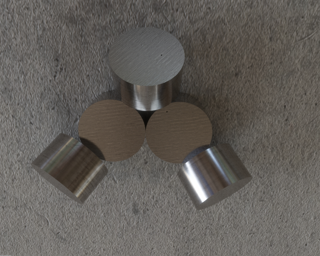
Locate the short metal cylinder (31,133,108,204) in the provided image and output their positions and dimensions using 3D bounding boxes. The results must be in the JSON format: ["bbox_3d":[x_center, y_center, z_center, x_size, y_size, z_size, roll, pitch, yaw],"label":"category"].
[{"bbox_3d":[-0.114,0.052,0.393,0.080,0.080,0.050,44,64,-15],"label":"short metal cylinder"}]

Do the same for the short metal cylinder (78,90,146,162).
[{"bbox_3d":[-0.058,-0.004,0.395,0.081,0.050,0.079,0,110,0],"label":"short metal cylinder"}]

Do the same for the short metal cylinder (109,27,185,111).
[{"bbox_3d":[-0.015,-0.066,0.351,0.081,0.080,0.050,2,153,-1],"label":"short metal cylinder"}]

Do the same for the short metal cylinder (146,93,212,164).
[{"bbox_3d":[0.023,-0.001,0.397,0.081,0.050,0.079,0,110,0],"label":"short metal cylinder"}]

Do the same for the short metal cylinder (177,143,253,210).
[{"bbox_3d":[0.070,0.063,0.399,0.080,0.080,0.050,-35,65,12],"label":"short metal cylinder"}]
